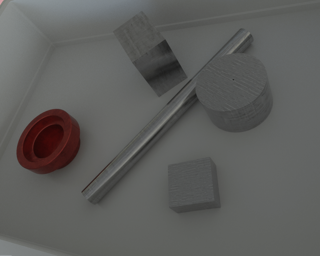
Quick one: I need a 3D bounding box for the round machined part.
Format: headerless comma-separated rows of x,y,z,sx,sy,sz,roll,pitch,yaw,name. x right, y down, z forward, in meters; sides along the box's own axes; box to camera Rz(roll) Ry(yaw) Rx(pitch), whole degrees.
-0.159,0.023,0.462,0.098,0.042,0.098,-13,56,20,round machined part

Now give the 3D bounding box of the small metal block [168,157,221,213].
0.037,0.064,0.346,0.050,0.025,0.050,-14,56,20,small metal block

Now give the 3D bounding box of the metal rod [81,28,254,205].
0.013,-0.018,0.408,0.300,0.025,0.025,-46,51,-5,metal rod

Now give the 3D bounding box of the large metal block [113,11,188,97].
-0.013,-0.104,0.440,0.050,0.080,0.080,-35,52,5,large metal block

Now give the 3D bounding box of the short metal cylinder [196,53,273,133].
0.089,-0.041,0.368,0.080,0.050,0.080,-13,56,20,short metal cylinder
